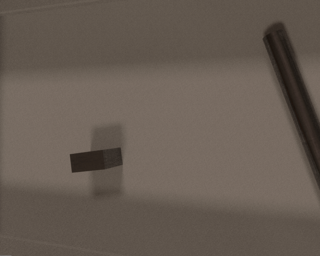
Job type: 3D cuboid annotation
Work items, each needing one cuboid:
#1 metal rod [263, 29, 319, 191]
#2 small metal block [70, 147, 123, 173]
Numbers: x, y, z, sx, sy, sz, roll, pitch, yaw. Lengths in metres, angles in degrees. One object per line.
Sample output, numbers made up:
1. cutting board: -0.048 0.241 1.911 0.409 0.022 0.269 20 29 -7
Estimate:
1. metal rod: 0.179 0.032 0.347 0.025 0.025 0.299 -20 83 18
2. small metal block: -0.086 0.044 0.426 0.050 0.050 0.025 -8 87 19
